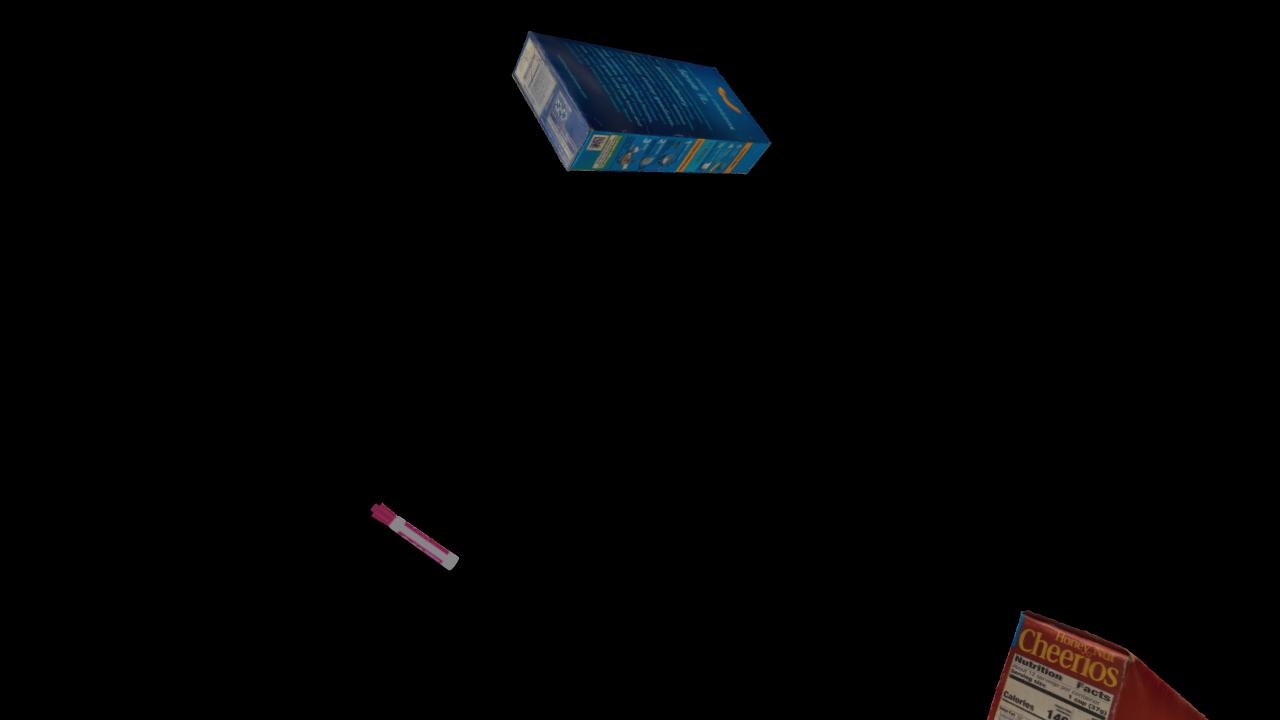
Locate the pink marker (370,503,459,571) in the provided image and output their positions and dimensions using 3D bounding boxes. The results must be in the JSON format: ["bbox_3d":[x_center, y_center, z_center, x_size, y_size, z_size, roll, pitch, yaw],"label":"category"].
[{"bbox_3d":[-0.272,0.212,0.743,0.121,0.020,0.020,41,-11,-13],"label":"pink marker"}]

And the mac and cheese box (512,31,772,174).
[{"bbox_3d":[0.008,-0.182,0.450,0.184,0.093,0.041,-13,-25,-41],"label":"mac and cheese box"}]

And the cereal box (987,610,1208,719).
[{"bbox_3d":[0.294,0.360,0.426,0.203,0.306,0.081,36,-16,-29],"label":"cereal box"}]
